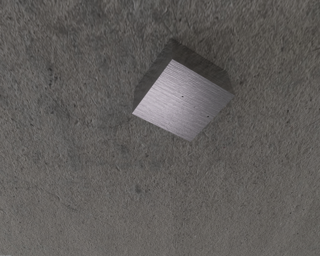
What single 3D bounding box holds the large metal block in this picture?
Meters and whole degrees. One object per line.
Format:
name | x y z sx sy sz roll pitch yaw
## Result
large metal block | 0.024 -0.041 0.356 0.080 0.050 0.080 26 125 -21
